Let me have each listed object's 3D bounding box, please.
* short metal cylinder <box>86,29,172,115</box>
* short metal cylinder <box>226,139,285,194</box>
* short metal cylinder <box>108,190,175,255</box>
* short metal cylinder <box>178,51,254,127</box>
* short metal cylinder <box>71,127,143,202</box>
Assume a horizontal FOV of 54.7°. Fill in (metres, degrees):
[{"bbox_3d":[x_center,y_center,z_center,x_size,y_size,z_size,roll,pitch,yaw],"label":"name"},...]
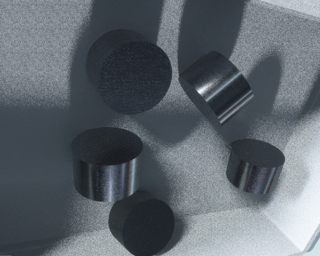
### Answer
[{"bbox_3d":[-0.034,-0.061,0.336,0.081,0.050,0.079,-14,124,-21],"label":"short metal cylinder"},{"bbox_3d":[0.150,0.059,0.491,0.081,0.080,0.050,-8,122,-24],"label":"short metal cylinder"},{"bbox_3d":[-0.026,0.135,0.443,0.081,0.050,0.079,-3,95,-30],"label":"short metal cylinder"},{"bbox_3d":[0.068,-0.047,0.381,0.050,0.080,0.080,-40,129,-1],"label":"short metal cylinder"},{"bbox_3d":[-0.061,0.040,0.364,0.081,0.080,0.050,-9,122,-24],"label":"short metal cylinder"}]
